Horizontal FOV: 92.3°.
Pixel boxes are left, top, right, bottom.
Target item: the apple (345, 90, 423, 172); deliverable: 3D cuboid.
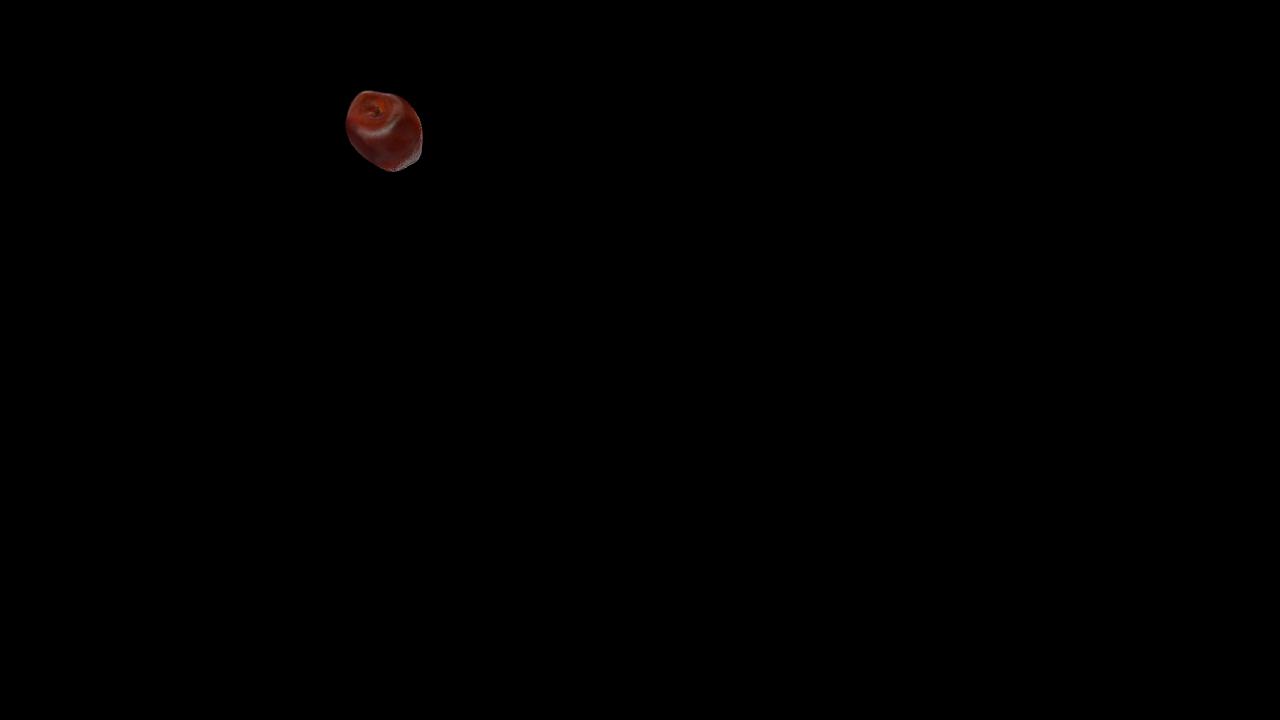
[{"bbox_3d":[-0.280,-0.250,0.680,0.079,0.079,0.093,0,-11,-5],"label":"apple"}]
